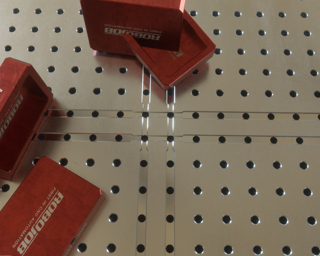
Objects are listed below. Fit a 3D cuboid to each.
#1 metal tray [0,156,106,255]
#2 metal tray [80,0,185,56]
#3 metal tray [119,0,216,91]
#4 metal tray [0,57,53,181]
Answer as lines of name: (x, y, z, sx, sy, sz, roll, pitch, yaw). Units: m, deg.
metal tray: (-0.138, 0.111, 0.368, 0.090, 0.030, 0.130, 29, 72, 10)
metal tray: (-0.035, -0.142, 0.426, 0.131, 0.090, 0.030, 8, 59, 3)
metal tray: (0.003, -0.129, 0.437, 0.090, 0.030, 0.130, -39, 84, -4)
metal tray: (-0.186, -0.008, 0.379, 0.030, 0.090, 0.130, 19, 71, 6)
